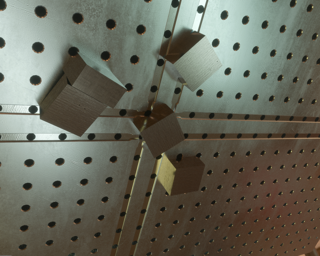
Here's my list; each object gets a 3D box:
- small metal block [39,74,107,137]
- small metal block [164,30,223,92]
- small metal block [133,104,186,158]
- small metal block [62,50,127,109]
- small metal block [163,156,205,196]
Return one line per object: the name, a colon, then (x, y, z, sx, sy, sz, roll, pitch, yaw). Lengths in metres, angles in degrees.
small metal block: (-0.095, -0.024, 0.339, 0.050, 0.025, 0.050, 30, 112, -38)
small metal block: (0.042, -0.082, 0.383, 0.050, 0.025, 0.050, -42, 129, 0)
small metal block: (0.000, 0.004, 0.413, 0.050, 0.025, 0.050, -31, 129, -8)
small metal block: (-0.069, -0.051, 0.325, 0.050, 0.050, 0.025, 30, 101, -38)
small metal block: (0.036, 0.073, 0.475, 0.050, 0.025, 0.050, -4, 121, -26)
